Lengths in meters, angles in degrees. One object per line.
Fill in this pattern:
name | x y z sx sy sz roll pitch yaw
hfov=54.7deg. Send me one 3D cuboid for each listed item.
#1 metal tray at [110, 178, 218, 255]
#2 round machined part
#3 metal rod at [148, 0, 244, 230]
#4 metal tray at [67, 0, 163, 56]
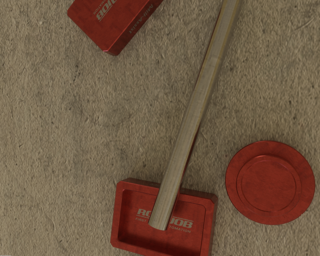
metal tray | 0.004 0.121 0.404 0.130 0.030 0.089 8 92 19
round machined part | 0.125 0.063 0.356 0.098 0.042 0.097 0 90 19
metal rod | 0.045 -0.024 0.374 0.025 0.025 0.299 18 89 19
metal tray | -0.056 -0.177 0.425 0.090 0.030 0.130 46 104 14
